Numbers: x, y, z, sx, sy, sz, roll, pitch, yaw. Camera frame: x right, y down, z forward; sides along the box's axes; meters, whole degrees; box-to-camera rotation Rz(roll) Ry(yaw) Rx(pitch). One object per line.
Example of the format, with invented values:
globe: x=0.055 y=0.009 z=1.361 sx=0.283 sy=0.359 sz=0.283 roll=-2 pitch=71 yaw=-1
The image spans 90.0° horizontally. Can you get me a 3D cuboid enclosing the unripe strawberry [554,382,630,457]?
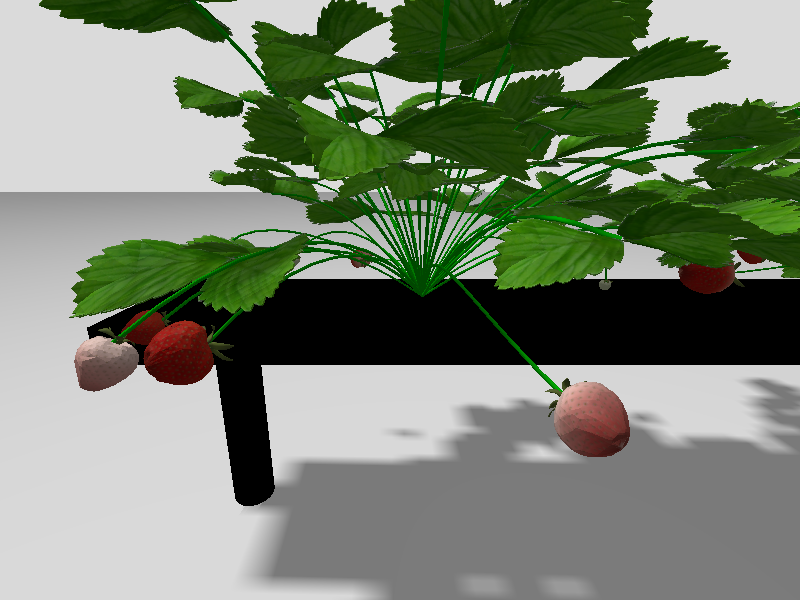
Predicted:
unripe strawberry: x=0.075 y=0.047 z=0.154 sx=0.027 sy=0.028 sz=0.029 roll=-4 pitch=18 yaw=-14

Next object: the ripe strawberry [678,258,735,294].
ripe strawberry: x=0.285 y=-0.026 z=0.375 sx=0.042 sy=0.041 sz=0.039 roll=1 pitch=17 yaw=5

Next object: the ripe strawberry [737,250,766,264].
ripe strawberry: x=0.448 y=-0.062 z=0.510 sx=0.030 sy=0.032 sz=0.033 roll=-2 pitch=16 yaw=-8

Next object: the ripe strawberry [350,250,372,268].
ripe strawberry: x=-0.047 y=-0.050 z=0.479 sx=0.026 sy=0.023 sz=0.026 roll=-9 pitch=18 yaw=-28

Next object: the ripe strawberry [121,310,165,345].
ripe strawberry: x=-0.163 y=0.018 z=0.255 sx=0.024 sy=0.021 sz=0.024 roll=-22 pitch=25 yaw=-25

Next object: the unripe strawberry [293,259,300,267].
unripe strawberry: x=-0.131 y=-0.048 z=0.490 sx=0.015 sy=0.015 sz=0.014 roll=39 pitch=36 yaw=28

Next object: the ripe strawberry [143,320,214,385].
ripe strawberry: x=-0.113 y=0.028 z=0.204 sx=0.029 sy=0.032 sz=0.031 roll=13 pitch=24 yaw=37

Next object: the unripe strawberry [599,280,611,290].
unripe strawberry: x=0.184 y=-0.013 z=0.360 sx=0.010 sy=0.010 sz=0.009 roll=0 pitch=17 yaw=1

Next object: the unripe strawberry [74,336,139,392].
unripe strawberry: x=-0.151 y=0.034 z=0.204 sx=0.026 sy=0.028 sz=0.027 roll=17 pitch=-13 yaw=44
